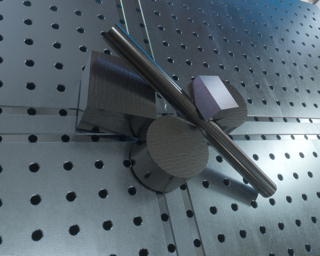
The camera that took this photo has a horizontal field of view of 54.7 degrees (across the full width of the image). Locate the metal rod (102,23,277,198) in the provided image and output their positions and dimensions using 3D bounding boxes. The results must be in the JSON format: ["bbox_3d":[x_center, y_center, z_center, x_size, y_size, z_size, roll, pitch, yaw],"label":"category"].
[{"bbox_3d":[0.048,-0.011,0.391,0.300,0.025,0.025,43,50,-17],"label":"metal rod"}]

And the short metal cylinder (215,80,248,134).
[{"bbox_3d":[0.077,-0.025,0.444,0.081,0.050,0.080,14,56,-21],"label":"short metal cylinder"}]

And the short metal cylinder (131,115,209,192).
[{"bbox_3d":[0.011,0.031,0.375,0.081,0.050,0.080,14,56,-21],"label":"short metal cylinder"}]

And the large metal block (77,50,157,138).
[{"bbox_3d":[-0.053,-0.039,0.381,0.081,0.050,0.080,10,57,-23],"label":"large metal block"}]

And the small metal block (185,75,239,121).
[{"bbox_3d":[0.066,-0.038,0.389,0.050,0.025,0.050,-11,66,-52],"label":"small metal block"}]
